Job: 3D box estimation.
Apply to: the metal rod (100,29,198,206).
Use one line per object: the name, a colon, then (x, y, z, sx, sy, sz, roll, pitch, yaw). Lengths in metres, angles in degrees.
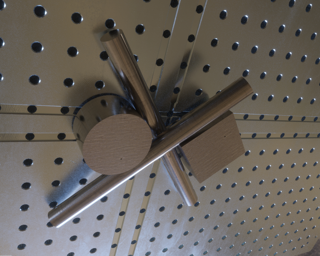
metal rod: (0.000, 0.010, 0.412, 0.025, 0.025, 0.299, -32, 129, -8)

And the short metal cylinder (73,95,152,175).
short metal cylinder: (-0.056, 0.008, 0.365, 0.081, 0.050, 0.079, -14, 124, -21)

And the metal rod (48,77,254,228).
metal rod: (-0.016, 0.034, 0.391, 0.300, 0.025, 0.025, -35, 130, 6)

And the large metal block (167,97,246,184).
large metal block: (0.065, 0.018, 0.435, 0.080, 0.050, 0.080, -33, 129, -7)
